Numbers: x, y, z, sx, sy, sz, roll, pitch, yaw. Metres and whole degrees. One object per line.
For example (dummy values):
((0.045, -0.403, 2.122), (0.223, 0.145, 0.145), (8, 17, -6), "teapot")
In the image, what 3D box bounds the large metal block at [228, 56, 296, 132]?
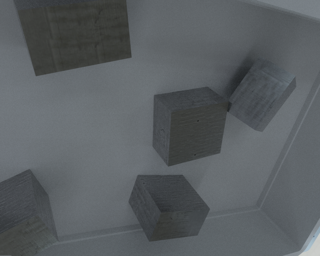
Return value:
((0.138, -0.042, 0.423), (0.080, 0.050, 0.080), (-56, 159, 12), "large metal block")

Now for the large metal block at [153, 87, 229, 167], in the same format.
((0.038, -0.004, 0.413), (0.081, 0.050, 0.079), (-12, 124, -22), "large metal block")

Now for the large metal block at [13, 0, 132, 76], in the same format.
((-0.079, -0.091, 0.274), (0.081, 0.080, 0.050), (-16, 125, -20), "large metal block")

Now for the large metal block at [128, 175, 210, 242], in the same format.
((0.011, 0.112, 0.451), (0.081, 0.080, 0.050), (5, 116, -31), "large metal block")

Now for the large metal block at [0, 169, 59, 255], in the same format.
((-0.169, 0.104, 0.346), (0.080, 0.080, 0.050), (-26, 128, -13), "large metal block")
